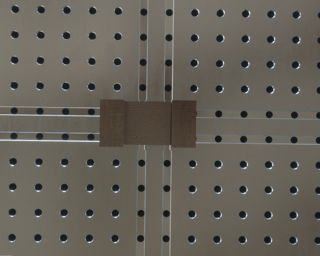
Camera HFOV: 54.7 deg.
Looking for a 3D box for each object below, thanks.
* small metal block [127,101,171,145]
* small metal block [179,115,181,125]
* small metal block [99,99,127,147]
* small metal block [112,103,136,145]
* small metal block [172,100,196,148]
[{"bbox_3d":[-0.013,-0.006,0.364,0.050,0.025,0.050,1,90,-1],"label":"small metal block"},{"bbox_3d":[0.020,-0.004,0.401,0.025,0.050,0.050,-1,90,0],"label":"small metal block"},{"bbox_3d":[-0.051,-0.005,0.349,0.025,0.050,0.050,1,90,0],"label":"small metal block"},{"bbox_3d":[-0.045,-0.005,0.400,0.025,0.050,0.050,1,90,0],"label":"small metal block"},{"bbox_3d":[0.025,-0.004,0.350,0.025,0.050,0.050,1,90,0],"label":"small metal block"}]
